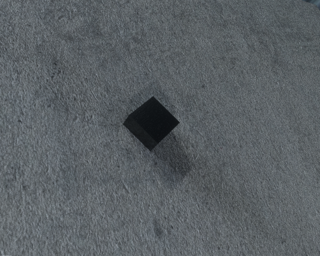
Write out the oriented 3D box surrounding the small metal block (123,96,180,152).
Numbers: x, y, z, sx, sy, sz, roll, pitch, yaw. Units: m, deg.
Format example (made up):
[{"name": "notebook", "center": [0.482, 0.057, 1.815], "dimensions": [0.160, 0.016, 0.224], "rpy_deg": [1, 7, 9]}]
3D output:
[{"name": "small metal block", "center": [-0.011, -0.006, 0.405], "dimensions": [0.050, 0.025, 0.050], "rpy_deg": [45, 51, 3]}]
